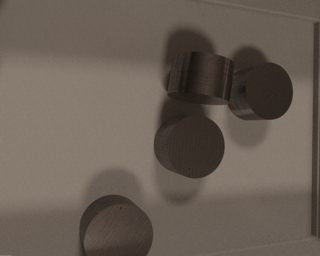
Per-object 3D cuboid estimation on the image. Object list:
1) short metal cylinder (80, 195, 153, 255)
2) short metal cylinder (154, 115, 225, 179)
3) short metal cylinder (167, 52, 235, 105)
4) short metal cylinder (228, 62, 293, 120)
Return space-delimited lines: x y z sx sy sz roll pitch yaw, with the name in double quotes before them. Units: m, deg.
"short metal cylinder" -0.054 0.126 0.378 0.081 0.050 0.079 0 90 -21
"short metal cylinder" 0.038 0.024 0.413 0.081 0.050 0.079 0 90 -21
"short metal cylinder" 0.053 -0.062 0.402 0.081 0.080 0.050 10 87 -20
"short metal cylinder" 0.144 -0.051 0.452 0.081 0.050 0.079 0 90 -21
